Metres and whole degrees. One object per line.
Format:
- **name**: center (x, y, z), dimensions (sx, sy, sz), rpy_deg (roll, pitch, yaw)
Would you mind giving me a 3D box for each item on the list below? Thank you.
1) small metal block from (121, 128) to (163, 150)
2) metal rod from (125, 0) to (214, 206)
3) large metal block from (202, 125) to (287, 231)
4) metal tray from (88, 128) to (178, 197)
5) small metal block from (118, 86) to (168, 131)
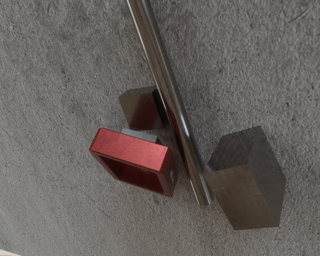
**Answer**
- **small metal block**: center (-0.024, 0.027, 0.420), dimensions (0.050, 0.025, 0.050), rpy_deg (13, 158, 21)
- **metal rod**: center (0.016, -0.030, 0.379), dimensions (0.025, 0.025, 0.298), rpy_deg (-7, 115, 31)
- **large metal block**: center (0.100, 0.056, 0.353), dimensions (0.050, 0.080, 0.080), rpy_deg (-19, 108, 35)
- **metal tray**: center (-0.027, 0.049, 0.397), dimensions (0.090, 0.030, 0.130), rpy_deg (16, 159, 13)
- **small metal block**: center (-0.019, -0.025, 0.400), dimensions (0.050, 0.025, 0.050), rpy_deg (-5, 116, 30)
